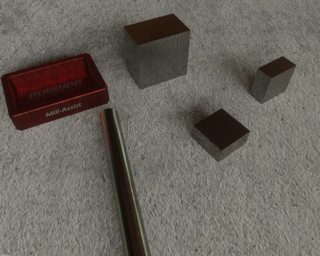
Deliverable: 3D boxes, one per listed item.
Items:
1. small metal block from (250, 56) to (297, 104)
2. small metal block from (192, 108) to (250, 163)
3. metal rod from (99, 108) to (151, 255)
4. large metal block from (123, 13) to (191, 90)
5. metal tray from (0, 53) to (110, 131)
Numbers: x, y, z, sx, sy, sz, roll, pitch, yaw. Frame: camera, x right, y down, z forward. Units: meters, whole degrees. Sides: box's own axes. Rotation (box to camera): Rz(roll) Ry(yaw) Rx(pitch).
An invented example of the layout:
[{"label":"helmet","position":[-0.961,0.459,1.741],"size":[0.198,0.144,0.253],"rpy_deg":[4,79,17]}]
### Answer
[{"label":"small metal block","position":[0.162,-0.069,0.447],"size":[0.050,0.050,0.025],"rpy_deg":[-27,55,-21]},{"label":"small metal block","position":[0.077,0.008,0.397],"size":[0.050,0.025,0.050],"rpy_deg":[-30,57,-23]},{"label":"metal rod","position":[-0.031,0.093,0.324],"size":[0.025,0.025,0.300],"rpy_deg":[-11,51,-10]},{"label":"large metal block","position":[-0.005,-0.114,0.463],"size":[0.081,0.080,0.050],"rpy_deg":[-21,54,-17]},{"label":"metal tray","position":[-0.150,-0.056,0.444],"size":[0.131,0.030,0.090],"rpy_deg":[-20,53,-16]}]
